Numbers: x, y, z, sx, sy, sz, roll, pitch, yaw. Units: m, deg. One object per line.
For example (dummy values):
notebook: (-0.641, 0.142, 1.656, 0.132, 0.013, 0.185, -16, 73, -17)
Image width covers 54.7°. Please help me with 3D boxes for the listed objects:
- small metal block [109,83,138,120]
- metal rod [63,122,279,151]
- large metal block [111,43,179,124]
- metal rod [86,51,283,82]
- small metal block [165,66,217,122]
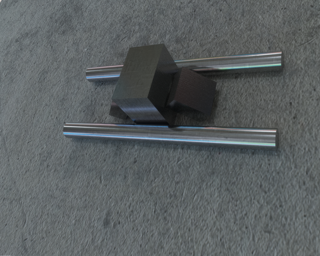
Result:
small metal block: (-0.051, -0.046, 0.441, 0.025, 0.050, 0.050, 18, 66, -7)
metal rod: (-0.007, 0.008, 0.403, 0.300, 0.025, 0.025, 2, 63, 28)
large metal block: (-0.010, -0.051, 0.408, 0.050, 0.080, 0.080, 1, 62, 28)
metal rod: (0.017, -0.085, 0.447, 0.300, 0.025, 0.025, 2, 63, 28)
small metal block: (0.040, -0.042, 0.391, 0.025, 0.050, 0.050, -39, 32, 60)
